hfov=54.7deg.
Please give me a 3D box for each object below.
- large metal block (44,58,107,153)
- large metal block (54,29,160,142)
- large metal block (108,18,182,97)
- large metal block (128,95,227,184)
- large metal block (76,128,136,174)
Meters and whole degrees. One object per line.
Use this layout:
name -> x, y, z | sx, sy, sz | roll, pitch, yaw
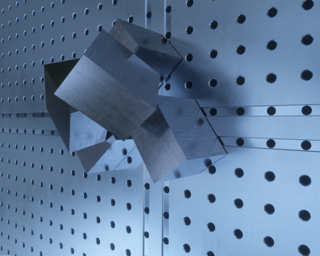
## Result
large metal block -> -0.106, -0.029, 0.392 | 0.080, 0.050, 0.079 | 55, 147, 25
large metal block -> -0.048, -0.046, 0.319 | 0.050, 0.080, 0.080 | -44, 21, 26
large metal block -> -0.033, -0.082, 0.397 | 0.080, 0.081, 0.050 | -49, 61, 29
large metal block -> 0.019, 0.011, 0.355 | 0.050, 0.081, 0.080 | -41, 65, 32
large metal block -> -0.085, 0.010, 0.460 | 0.080, 0.050, 0.080 | -47, 63, 29
